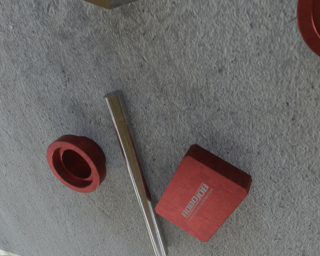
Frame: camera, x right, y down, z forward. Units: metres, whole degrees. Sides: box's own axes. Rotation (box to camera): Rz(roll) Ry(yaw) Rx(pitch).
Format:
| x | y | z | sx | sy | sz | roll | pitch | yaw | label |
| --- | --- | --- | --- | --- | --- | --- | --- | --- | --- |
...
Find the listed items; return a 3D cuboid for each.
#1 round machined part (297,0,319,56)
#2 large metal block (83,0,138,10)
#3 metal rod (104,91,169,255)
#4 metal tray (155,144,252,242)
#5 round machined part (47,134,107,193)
| x | y | z | sx | sy | sz | roll | pitch | yaw | label |
| --- | --- | --- | --- | --- | --- | --- | --- | --- | --- |
| 0.164 | -0.102 | 0.247 | 0.098 | 0.042 | 0.097 | 13 | 124 | 20 | round machined part |
| -0.059 | -0.160 | 0.302 | 0.080 | 0.080 | 0.050 | 24 | 127 | 13 | large metal block |
| -0.029 | 0.086 | 0.473 | 0.025 | 0.025 | 0.298 | 0 | 119 | 27 | metal rod |
| 0.056 | 0.094 | 0.432 | 0.090 | 0.030 | 0.129 | 30 | 128 | 8 | metal tray |
| -0.126 | 0.052 | 0.492 | 0.098 | 0.042 | 0.097 | 13 | 124 | 20 | round machined part |
